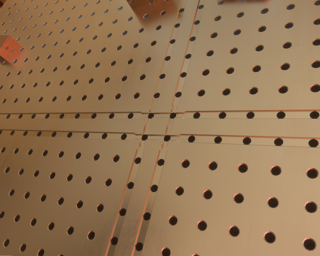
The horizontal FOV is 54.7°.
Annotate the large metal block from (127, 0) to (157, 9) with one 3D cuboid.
[{"bbox_3d":[-0.026,-0.280,0.578,0.080,0.050,0.080,-11,57,22],"label":"large metal block"}]

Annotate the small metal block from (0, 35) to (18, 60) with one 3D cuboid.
[{"bbox_3d":[-0.366,-0.187,0.716,0.050,0.025,0.050,13,68,33],"label":"small metal block"}]
